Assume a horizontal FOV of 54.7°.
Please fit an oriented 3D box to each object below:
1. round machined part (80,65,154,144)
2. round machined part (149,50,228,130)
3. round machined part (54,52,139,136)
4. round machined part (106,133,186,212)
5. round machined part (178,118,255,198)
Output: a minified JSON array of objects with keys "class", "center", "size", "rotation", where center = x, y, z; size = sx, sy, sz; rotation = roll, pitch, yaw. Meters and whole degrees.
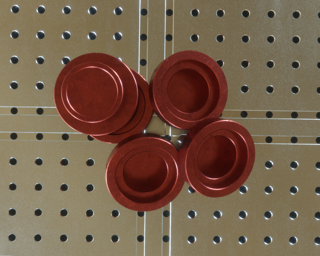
[{"class":"round machined part","center":[-0.057,-0.030,0.403],"size":[0.099,0.042,0.097],"rotation":[0,90,-1]},{"class":"round machined part","center":[0.033,-0.046,0.396],"size":[0.099,0.042,0.097],"rotation":[0,91,-17]},{"class":"round machined part","center":[-0.075,-0.040,0.361],"size":[0.099,0.042,0.097],"rotation":[0,90,-1]},{"class":"round machined part","center":[-0.020,0.053,0.396],"size":[0.099,0.042,0.097],"rotation":[-3,105,-10]},{"class":"round machined part","center":[0.068,0.035,0.394],"size":[0.099,0.042,0.097],"rotation":[-4,102,-21]}]
